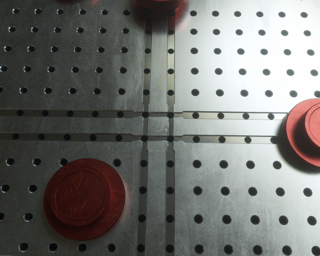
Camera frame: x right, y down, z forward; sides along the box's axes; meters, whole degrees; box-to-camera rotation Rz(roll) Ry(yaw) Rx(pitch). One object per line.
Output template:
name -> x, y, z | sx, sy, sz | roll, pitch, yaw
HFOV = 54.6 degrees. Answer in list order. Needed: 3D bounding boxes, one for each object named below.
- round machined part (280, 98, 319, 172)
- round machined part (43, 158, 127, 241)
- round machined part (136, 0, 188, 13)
round machined part -> 0.213, 0.005, 0.402 | 0.099, 0.042, 0.098 | 0, 70, 0
round machined part -> -0.091, 0.083, 0.372 | 0.099, 0.042, 0.098 | 0, 70, 0
round machined part -> 0.003, -0.221, 0.484 | 0.099, 0.042, 0.098 | 0, 70, 0
